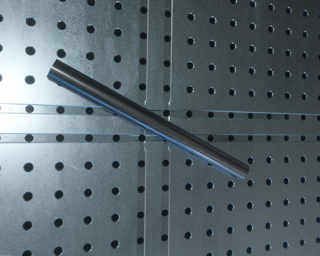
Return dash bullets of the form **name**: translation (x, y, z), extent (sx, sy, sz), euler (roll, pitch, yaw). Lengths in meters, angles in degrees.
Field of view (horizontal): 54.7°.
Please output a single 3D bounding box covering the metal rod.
- **metal rod**: translation (-0.002, -0.003, 0.413), extent (0.301, 0.025, 0.025), euler (28, 81, -18)
